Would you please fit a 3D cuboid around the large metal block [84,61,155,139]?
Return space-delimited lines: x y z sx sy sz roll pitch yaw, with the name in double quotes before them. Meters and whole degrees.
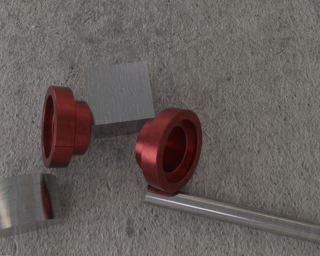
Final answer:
"large metal block" -0.051 -0.036 0.408 0.081 0.050 0.080 -8 70 -3

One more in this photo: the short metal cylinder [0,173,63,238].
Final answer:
"short metal cylinder" -0.154 0.087 0.346 0.081 0.080 0.050 -14 71 -5

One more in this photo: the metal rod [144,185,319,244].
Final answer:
"metal rod" 0.131 0.112 0.368 0.302 0.025 0.025 12 71 4

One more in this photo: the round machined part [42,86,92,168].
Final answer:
"round machined part" -0.114 -0.001 0.375 0.042 0.098 0.098 3 67 -29

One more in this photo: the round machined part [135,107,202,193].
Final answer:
"round machined part" 0.008 0.024 0.368 0.042 0.098 0.098 12 68 34
